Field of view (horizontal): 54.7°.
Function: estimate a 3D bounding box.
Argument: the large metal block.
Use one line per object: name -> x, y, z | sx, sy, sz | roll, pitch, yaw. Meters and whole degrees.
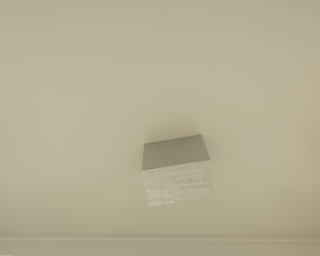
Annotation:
large metal block -> 0.022, 0.052, 0.402 | 0.080, 0.080, 0.050 | -10, 110, 3
